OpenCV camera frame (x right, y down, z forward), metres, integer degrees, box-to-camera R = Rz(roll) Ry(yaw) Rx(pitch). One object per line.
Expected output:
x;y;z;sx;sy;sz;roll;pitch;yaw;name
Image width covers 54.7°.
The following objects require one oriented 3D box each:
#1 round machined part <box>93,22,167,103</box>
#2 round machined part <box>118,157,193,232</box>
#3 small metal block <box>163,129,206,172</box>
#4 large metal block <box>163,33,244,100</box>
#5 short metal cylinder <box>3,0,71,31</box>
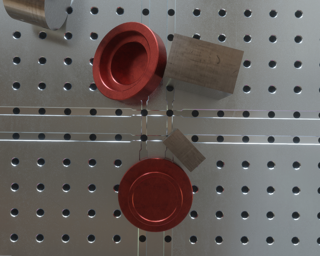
-0.034;-0.079;0.390;0.098;0.042;0.097;-5;80;29;round machined part
-0.006;0.088;0.405;0.099;0.042;0.097;0;90;0;round machined part
0.030;0.027;0.401;0.025;0.050;0.050;-43;90;0;small metal block
0.049;-0.072;0.386;0.080;0.080;0.050;14;90;0;large metal block
-0.149;-0.168;0.384;0.050;0.080;0.080;17;90;0;short metal cylinder
